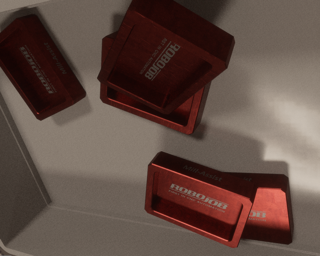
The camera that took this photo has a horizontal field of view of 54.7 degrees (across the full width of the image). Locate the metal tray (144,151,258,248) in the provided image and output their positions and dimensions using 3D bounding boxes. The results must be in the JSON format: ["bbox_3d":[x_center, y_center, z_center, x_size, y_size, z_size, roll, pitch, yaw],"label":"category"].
[{"bbox_3d":[0.047,0.091,0.396,0.130,0.030,0.089,18,125,17],"label":"metal tray"}]

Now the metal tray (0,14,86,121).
[{"bbox_3d":[-0.177,-0.082,0.445,0.090,0.030,0.130,-19,109,35],"label":"metal tray"}]

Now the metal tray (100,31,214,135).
[{"bbox_3d":[-0.008,-0.055,0.374,0.130,0.030,0.089,21,126,15],"label":"metal tray"}]

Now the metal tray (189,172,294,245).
[{"bbox_3d":[0.104,0.104,0.414,0.130,0.030,0.089,-2,118,29],"label":"metal tray"}]

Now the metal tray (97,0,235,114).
[{"bbox_3d":[-0.002,-0.063,0.299,0.090,0.030,0.129,26,156,-13],"label":"metal tray"}]
